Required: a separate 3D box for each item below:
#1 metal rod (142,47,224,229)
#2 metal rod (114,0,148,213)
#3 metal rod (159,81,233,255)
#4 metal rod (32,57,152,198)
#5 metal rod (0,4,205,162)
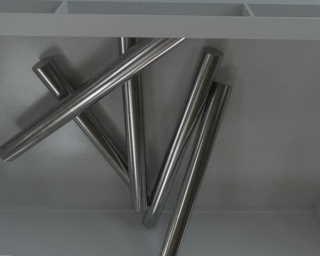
[{"bbox_3d":[0.021,0.035,0.420,0.025,0.025,0.298,11,124,-10],"label":"metal rod"},{"bbox_3d":[-0.031,-0.002,0.388,0.025,0.025,0.298,0,125,0],"label":"metal rod"},{"bbox_3d":[0.037,0.087,0.404,0.025,0.025,0.298,13,105,-11],"label":"metal rod"},{"bbox_3d":[-0.070,0.031,0.434,0.025,0.025,0.299,-19,128,15],"label":"metal rod"},{"bbox_3d":[-0.084,-0.034,0.342,0.300,0.025,0.025,-30,124,26],"label":"metal rod"}]
